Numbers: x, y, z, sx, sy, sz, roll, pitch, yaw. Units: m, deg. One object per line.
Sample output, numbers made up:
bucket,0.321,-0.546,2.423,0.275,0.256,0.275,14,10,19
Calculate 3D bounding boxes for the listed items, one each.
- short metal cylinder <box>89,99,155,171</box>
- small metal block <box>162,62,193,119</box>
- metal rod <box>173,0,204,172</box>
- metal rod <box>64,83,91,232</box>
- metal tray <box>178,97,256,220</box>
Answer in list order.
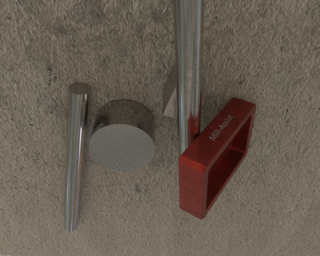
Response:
short metal cylinder,-0.046,0.010,0.398,0.081,0.050,0.079,0,130,0
small metal block,0.023,-0.045,0.352,0.025,0.050,0.050,15,128,-13
metal rod,0.030,-0.024,0.320,0.025,0.025,0.298,-3,131,2
metal rod,-0.127,0.064,0.460,0.025,0.025,0.298,9,130,-8
metal tray,0.070,0.033,0.371,0.030,0.131,0.089,23,137,28
